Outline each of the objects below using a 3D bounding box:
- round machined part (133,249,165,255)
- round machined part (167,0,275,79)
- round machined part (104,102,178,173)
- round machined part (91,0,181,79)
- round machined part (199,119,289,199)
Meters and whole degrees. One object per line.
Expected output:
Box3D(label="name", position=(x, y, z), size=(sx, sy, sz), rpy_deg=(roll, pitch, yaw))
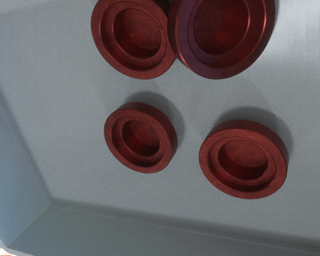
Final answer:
Box3D(label="round machined part", position=(-0.015, 0.277, 0.578), size=(0.098, 0.042, 0.097), rpy_deg=(13, 124, 20))
Box3D(label="round machined part", position=(0.052, -0.098, 0.287), size=(0.099, 0.042, 0.097), rpy_deg=(-10, 121, -17))
Box3D(label="round machined part", position=(-0.022, 0.009, 0.413), size=(0.098, 0.042, 0.097), rpy_deg=(13, 124, 20))
Box3D(label="round machined part", position=(-0.021, -0.105, 0.336), size=(0.098, 0.042, 0.097), rpy_deg=(15, 134, 16))
Box3D(label="round machined part", position=(0.099, 0.033, 0.365), size=(0.098, 0.042, 0.097), rpy_deg=(13, 124, 20))
